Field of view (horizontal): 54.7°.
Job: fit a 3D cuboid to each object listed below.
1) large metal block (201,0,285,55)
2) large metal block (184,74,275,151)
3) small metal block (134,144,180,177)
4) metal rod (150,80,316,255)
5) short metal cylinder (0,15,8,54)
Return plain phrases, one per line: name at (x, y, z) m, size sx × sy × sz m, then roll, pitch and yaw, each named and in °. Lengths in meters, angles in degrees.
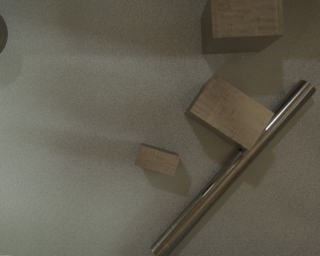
large metal block at (0.097, -0.127, 0.385) m, size 0.081 × 0.080 × 0.050 m, roll -3°, pitch 90°, yaw -1°
large metal block at (0.080, -0.018, 0.385) m, size 0.080 × 0.080 × 0.050 m, roll 34°, pitch 90°, yaw -1°
small metal block at (-0.004, 0.039, 0.399) m, size 0.050 × 0.050 × 0.025 m, roll 17°, pitch 90°, yaw -1°
metal rod at (0.097, 0.056, 0.412) m, size 0.025 × 0.025 × 0.300 m, roll 42°, pitch 90°, yaw -1°
short metal cylinder at (-0.247, -0.128, 0.396) m, size 0.081 × 0.050 × 0.079 m, roll 0°, pitch 90°, yaw -1°
